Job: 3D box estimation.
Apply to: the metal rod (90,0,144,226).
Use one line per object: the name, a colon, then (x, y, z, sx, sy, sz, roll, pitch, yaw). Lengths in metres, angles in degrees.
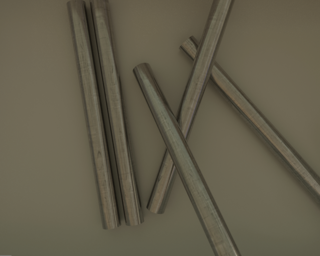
metal rod: (-0.057, -0.022, 0.410, 0.025, 0.025, 0.298, -9, 90, 0)

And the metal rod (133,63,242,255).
metal rod: (0.032, 0.047, 0.356, 0.025, 0.025, 0.299, -24, 68, 0)

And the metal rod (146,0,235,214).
metal rod: (0.039, -0.033, 0.392, 0.025, 0.025, 0.298, 18, 97, 0)

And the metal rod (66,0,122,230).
metal rod: (-0.087, -0.017, 0.410, 0.025, 0.025, 0.298, -9, 90, 0)

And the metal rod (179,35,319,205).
metal rod: (0.135, -0.002, 0.412, 0.025, 0.025, 0.300, -42, 90, 0)
